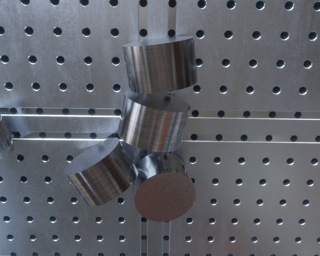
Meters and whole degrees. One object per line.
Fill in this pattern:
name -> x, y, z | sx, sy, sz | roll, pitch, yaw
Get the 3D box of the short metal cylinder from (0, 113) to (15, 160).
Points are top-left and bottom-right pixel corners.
short metal cylinder -> -0.233, 0.017, 0.388 | 0.080, 0.080, 0.050 | -13, 110, 4

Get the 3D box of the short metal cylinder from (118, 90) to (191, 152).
short metal cylinder -> -0.008, -0.011, 0.380 | 0.081, 0.080, 0.050 | 12, 110, -5

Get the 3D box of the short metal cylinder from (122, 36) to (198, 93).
short metal cylinder -> 0.001, -0.075, 0.356 | 0.080, 0.080, 0.050 | -7, 110, 2

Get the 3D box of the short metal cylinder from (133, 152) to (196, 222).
short metal cylinder -> 0.003, 0.080, 0.422 | 0.081, 0.050, 0.079 | -4, 116, -8

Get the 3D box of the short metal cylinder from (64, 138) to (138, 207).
short metal cylinder -> -0.076, 0.056, 0.404 | 0.080, 0.080, 0.050 | -26, 108, 9
